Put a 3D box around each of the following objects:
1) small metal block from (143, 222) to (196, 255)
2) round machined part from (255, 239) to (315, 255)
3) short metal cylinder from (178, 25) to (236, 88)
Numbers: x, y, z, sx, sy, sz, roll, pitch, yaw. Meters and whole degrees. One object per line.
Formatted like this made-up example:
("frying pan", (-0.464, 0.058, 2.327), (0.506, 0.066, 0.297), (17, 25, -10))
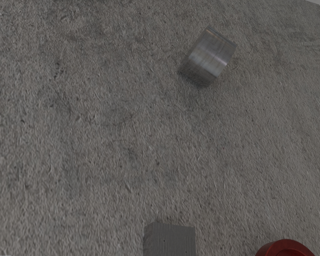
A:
("small metal block", (0.010, 0.131, 0.329), (0.050, 0.025, 0.050), (14, 56, -20))
("round machined part", (0.145, 0.183, 0.359), (0.099, 0.042, 0.098), (14, 56, -21))
("short metal cylinder", (0.071, -0.108, 0.472), (0.050, 0.080, 0.080), (33, 51, -7))
